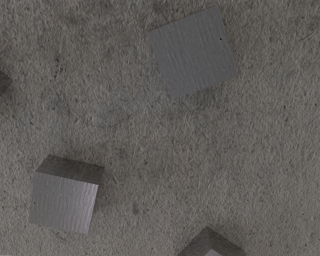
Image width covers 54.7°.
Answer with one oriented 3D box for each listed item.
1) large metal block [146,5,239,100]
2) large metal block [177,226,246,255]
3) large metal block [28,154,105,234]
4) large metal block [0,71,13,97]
[{"bbox_3d":[0.037,-0.089,0.364,0.080,0.050,0.080,-20,109,7],"label":"large metal block"},{"bbox_3d":[0.080,0.213,0.475,0.080,0.050,0.080,36,106,-12],"label":"large metal block"},{"bbox_3d":[-0.128,0.091,0.429,0.080,0.050,0.079,13,110,-5],"label":"large metal block"},{"bbox_3d":[-0.246,-0.050,0.376,0.080,0.050,0.080,40,105,-14],"label":"large metal block"}]
